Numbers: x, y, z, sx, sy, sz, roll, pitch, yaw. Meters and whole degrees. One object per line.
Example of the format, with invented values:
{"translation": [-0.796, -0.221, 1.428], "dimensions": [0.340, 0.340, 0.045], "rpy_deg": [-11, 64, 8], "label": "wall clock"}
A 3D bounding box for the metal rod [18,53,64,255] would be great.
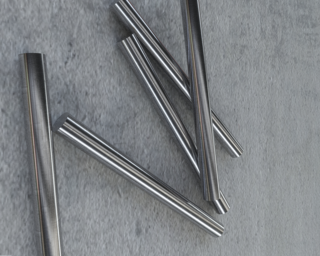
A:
{"translation": [-0.114, 0.078, 0.310], "dimensions": [0.025, 0.025, 0.298], "rpy_deg": [-7, 95, -40], "label": "metal rod"}

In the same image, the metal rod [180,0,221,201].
{"translation": [0.054, -0.049, 0.417], "dimensions": [0.025, 0.025, 0.298], "rpy_deg": [-13, 98, -40], "label": "metal rod"}

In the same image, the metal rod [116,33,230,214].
{"translation": [0.029, 0.010, 0.430], "dimensions": [0.025, 0.025, 0.299], "rpy_deg": [-46, 118, -30], "label": "metal rod"}

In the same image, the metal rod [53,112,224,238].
{"translation": [-0.007, 0.076, 0.400], "dimensions": [0.301, 0.025, 0.025], "rpy_deg": [41, 65, -33], "label": "metal rod"}

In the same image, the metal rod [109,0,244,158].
{"translation": [0.038, -0.055, 0.438], "dimensions": [0.300, 0.025, 0.025], "rpy_deg": [47, 62, -30], "label": "metal rod"}
